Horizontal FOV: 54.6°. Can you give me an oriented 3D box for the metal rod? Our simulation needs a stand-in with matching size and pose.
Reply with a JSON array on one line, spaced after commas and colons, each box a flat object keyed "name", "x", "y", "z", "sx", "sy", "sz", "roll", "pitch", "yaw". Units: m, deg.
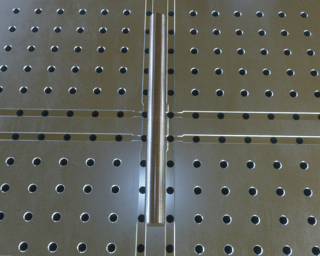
[{"name": "metal rod", "x": -0.005, "y": -0.027, "z": 0.422, "sx": 0.025, "sy": 0.025, "sz": 0.299, "roll": 1, "pitch": 70, "yaw": 0}]
